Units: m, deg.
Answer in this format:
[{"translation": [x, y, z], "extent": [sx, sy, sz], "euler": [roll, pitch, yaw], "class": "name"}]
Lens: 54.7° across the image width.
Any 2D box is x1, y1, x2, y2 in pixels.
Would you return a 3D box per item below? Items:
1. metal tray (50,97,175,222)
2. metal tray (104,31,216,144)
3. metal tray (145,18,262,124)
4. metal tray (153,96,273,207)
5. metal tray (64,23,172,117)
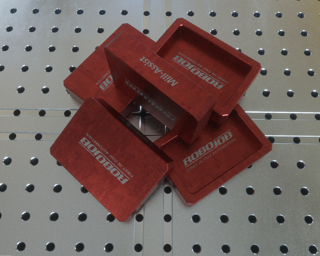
[{"translation": [-0.060, 0.036, 0.375], "extent": [0.130, 0.030, 0.090], "euler": [41, 100, 13], "class": "metal tray"}, {"translation": [-0.002, -0.043, 0.360], "extent": [0.130, 0.090, 0.030], "euler": [39, 75, 12], "class": "metal tray"}, {"translation": [0.052, -0.077, 0.405], "extent": [0.130, 0.030, 0.090], "euler": [34, 73, 11], "class": "metal tray"}, {"translation": [0.064, 0.028, 0.398], "extent": [0.131, 0.030, 0.090], "euler": [-32, 73, -11], "class": "metal tray"}, {"translation": [-0.056, -0.076, 0.435], "extent": [0.090, 0.030, 0.130], "euler": [37, 74, 12], "class": "metal tray"}]
